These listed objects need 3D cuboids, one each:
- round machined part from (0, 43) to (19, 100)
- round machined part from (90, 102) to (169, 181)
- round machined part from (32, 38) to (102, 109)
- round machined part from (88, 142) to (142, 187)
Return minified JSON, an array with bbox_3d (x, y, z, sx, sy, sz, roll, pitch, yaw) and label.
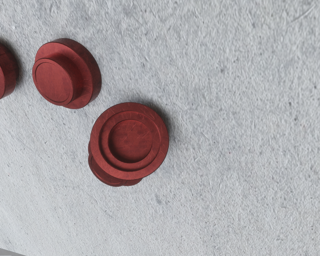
[{"bbox_3d":[-0.258,-0.094,0.474,0.098,0.042,0.097,13,124,21],"label":"round machined part"},{"bbox_3d":[-0.038,0.018,0.405,0.099,0.042,0.097,0,86,-1],"label":"round machined part"},{"bbox_3d":[-0.133,-0.069,0.424,0.098,0.042,0.097,13,124,21],"label":"round machined part"},{"bbox_3d":[-0.067,0.048,0.461,0.098,0.042,0.097,13,124,21],"label":"round machined part"}]
